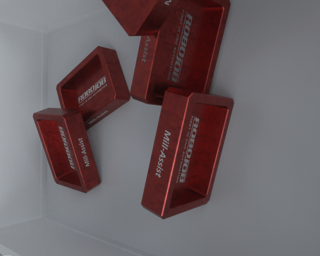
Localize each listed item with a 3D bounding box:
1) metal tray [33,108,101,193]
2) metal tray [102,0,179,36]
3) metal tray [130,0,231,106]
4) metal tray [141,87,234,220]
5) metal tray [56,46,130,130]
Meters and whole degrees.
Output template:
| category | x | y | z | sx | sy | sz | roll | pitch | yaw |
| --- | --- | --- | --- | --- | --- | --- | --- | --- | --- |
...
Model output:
| category | x | y | z | sx | sy | sz | roll | pitch | yaw |
| --- | --- | --- | --- | --- | --- | --- | --- | --- | --- |
| metal tray | -0.150 | 0.034 | 0.497 | 0.090 | 0.030 | 0.129 | 5 | 115 | 40 |
| metal tray | -0.008 | -0.156 | 0.264 | 0.090 | 0.030 | 0.129 | 54 | 130 | 12 |
| metal tray | 0.024 | -0.088 | 0.342 | 0.030 | 0.091 | 0.129 | 24 | 106 | 49 |
| metal tray | 0.032 | 0.025 | 0.337 | 0.030 | 0.091 | 0.129 | 20 | 103 | 38 |
| metal tray | -0.111 | -0.058 | 0.495 | 0.130 | 0.030 | 0.090 | -30 | 72 | 36 |
